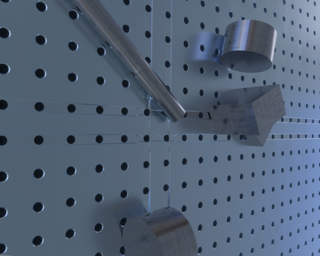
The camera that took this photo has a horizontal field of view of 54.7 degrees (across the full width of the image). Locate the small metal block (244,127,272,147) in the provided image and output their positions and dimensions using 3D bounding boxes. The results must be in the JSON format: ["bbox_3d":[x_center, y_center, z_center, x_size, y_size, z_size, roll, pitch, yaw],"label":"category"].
[{"bbox_3d":[0.171,-0.002,0.553,0.050,0.025,0.050,48,62,-30],"label":"small metal block"}]

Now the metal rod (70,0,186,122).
[{"bbox_3d":[-0.061,-0.116,0.356,0.300,0.025,0.025,49,61,-29],"label":"metal rod"}]

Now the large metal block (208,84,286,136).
[{"bbox_3d":[0.137,-0.029,0.488,0.081,0.080,0.050,-30,109,-36],"label":"large metal block"}]

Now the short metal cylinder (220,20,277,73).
[{"bbox_3d":[0.139,-0.127,0.489,0.080,0.080,0.050,21,77,-38],"label":"short metal cylinder"}]

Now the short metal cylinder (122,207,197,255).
[{"bbox_3d":[-0.002,0.141,0.372,0.050,0.080,0.079,-6,94,-40],"label":"short metal cylinder"}]
